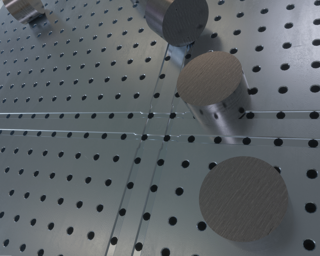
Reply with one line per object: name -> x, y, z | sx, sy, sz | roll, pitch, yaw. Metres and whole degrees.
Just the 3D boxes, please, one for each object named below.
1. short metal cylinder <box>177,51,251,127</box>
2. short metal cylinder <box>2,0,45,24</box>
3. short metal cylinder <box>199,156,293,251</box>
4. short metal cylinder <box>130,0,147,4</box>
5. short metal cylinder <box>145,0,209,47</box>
short metal cylinder -> 0.068, -0.048, 0.386 | 0.080, 0.050, 0.080 | -13, 56, 21
short metal cylinder -> -0.315, -0.289, 0.715 | 0.050, 0.080, 0.080 | -27, 53, 12
short metal cylinder -> 0.085, 0.074, 0.302 | 0.080, 0.050, 0.080 | -13, 56, 21
short metal cylinder -> -0.035, -0.284, 0.585 | 0.080, 0.050, 0.080 | -13, 56, 21
short metal cylinder -> 0.025, -0.169, 0.464 | 0.080, 0.080, 0.050 | -41, 51, 0
